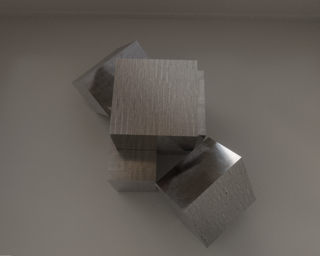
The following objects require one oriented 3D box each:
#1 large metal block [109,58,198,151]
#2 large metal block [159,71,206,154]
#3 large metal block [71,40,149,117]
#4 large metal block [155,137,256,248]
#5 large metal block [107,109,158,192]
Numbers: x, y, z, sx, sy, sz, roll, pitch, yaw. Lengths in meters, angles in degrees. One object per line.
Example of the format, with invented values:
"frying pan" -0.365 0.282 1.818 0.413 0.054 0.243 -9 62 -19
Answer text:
"large metal block" -0.004 -0.022 0.317 0.080 0.050 0.080 2 70 0
"large metal block" 0.025 -0.016 0.384 0.050 0.080 0.080 1 70 0
"large metal block" -0.058 -0.062 0.393 0.080 0.080 0.050 -41 110 -14
"large metal block" 0.053 0.072 0.345 0.080 0.080 0.050 -40 40 -13
"large metal block" -0.029 0.030 0.368 0.050 0.080 0.080 1 70 0
